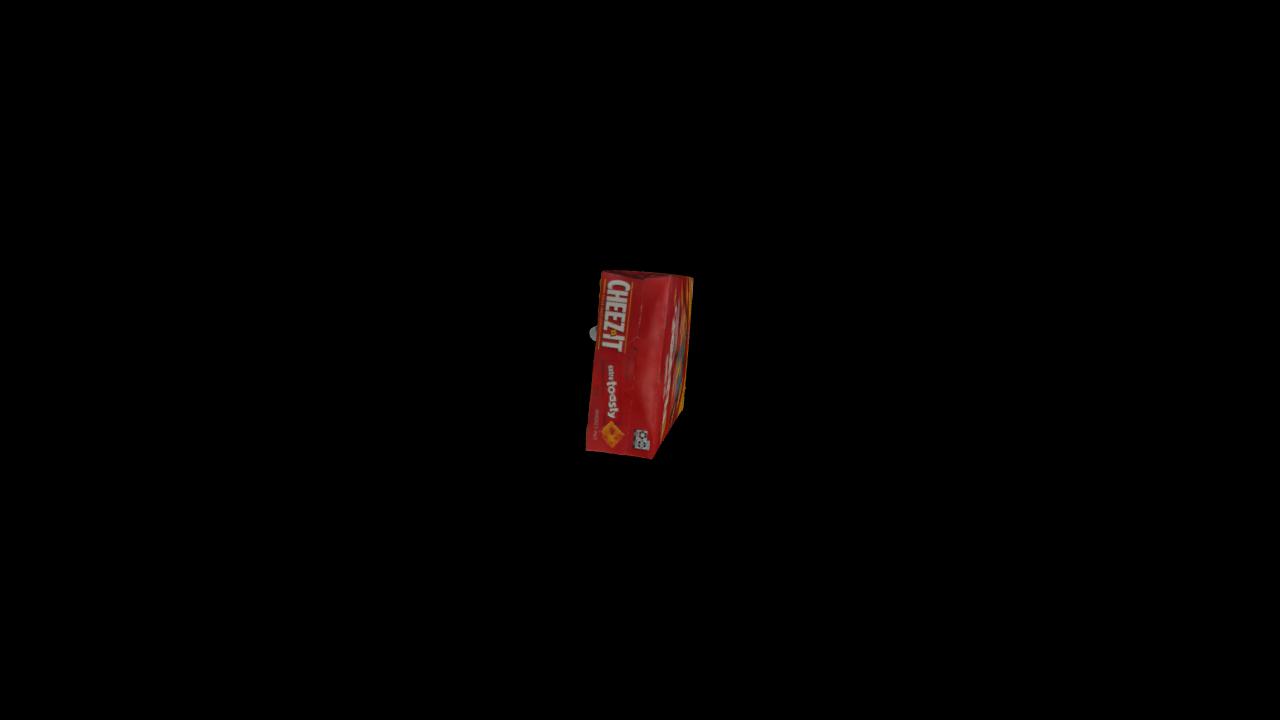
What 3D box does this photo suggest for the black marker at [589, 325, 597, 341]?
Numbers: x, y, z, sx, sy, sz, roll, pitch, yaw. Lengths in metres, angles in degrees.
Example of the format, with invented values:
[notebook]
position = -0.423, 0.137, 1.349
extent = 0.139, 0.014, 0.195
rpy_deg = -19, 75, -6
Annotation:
[black marker]
position = -0.018, -0.046, 0.706
extent = 0.020, 0.020, 0.121
rpy_deg = 0, -14, -38

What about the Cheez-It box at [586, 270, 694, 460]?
[Cheez-It box]
position = 0.008, -0.007, 0.637
extent = 0.071, 0.166, 0.223
rpy_deg = 6, 9, 9
